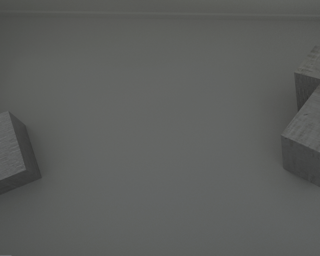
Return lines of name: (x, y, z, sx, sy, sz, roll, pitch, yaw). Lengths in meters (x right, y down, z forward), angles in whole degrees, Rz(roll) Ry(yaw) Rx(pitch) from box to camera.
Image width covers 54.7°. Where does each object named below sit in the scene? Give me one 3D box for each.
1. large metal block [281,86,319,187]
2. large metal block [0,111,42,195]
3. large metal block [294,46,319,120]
large metal block: (0.191, 0.012, 0.370, 0.050, 0.080, 0.080, 30, 71, 37)
large metal block: (-0.205, 0.037, 0.381, 0.080, 0.050, 0.080, -23, 72, -8)
large metal block: (0.220, -0.047, 0.384, 0.080, 0.080, 0.050, 28, 70, 40)
